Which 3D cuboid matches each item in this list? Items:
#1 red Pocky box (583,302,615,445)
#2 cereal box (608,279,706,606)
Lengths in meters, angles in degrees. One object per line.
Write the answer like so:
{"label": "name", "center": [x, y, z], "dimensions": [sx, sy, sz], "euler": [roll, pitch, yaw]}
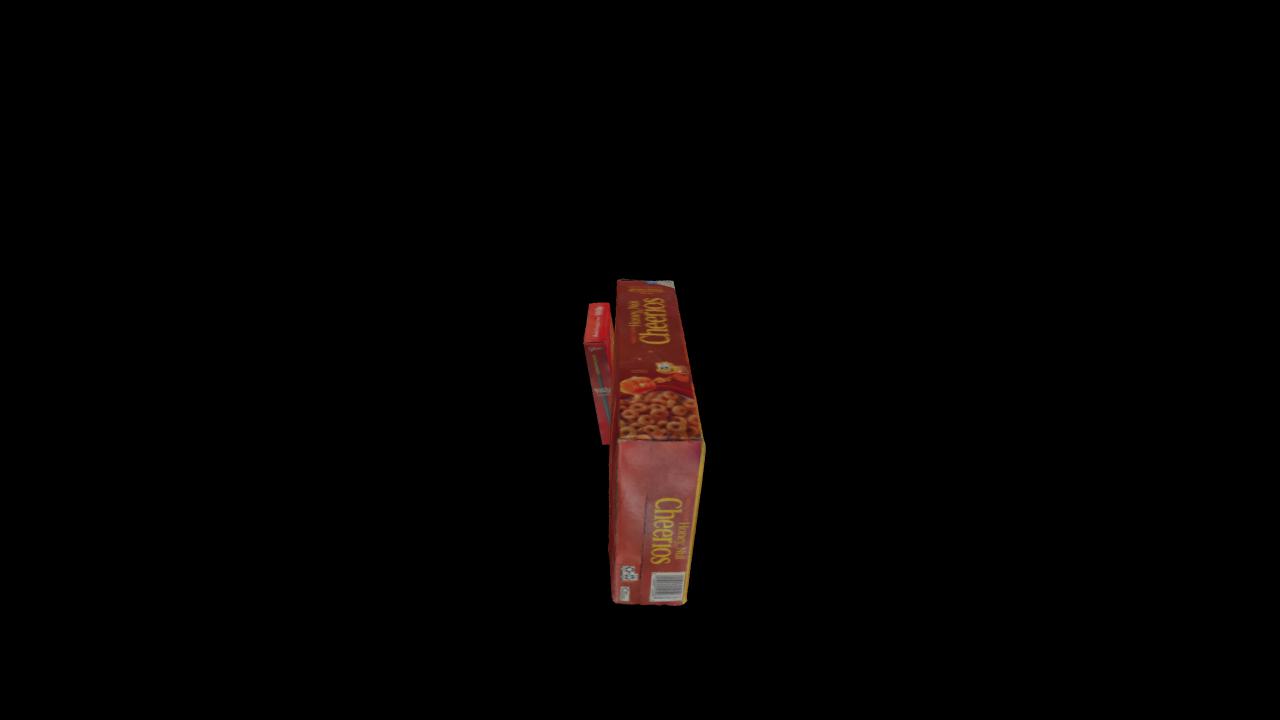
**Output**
{"label": "red Pocky box", "center": [-0.040, 0.018, 0.725], "dimensions": [0.028, 0.155, 0.083], "euler": [-4, 37, 5]}
{"label": "cereal box", "center": [0.009, 0.066, 0.651], "dimensions": [0.081, 0.203, 0.306], "euler": [1, 31, -2]}
